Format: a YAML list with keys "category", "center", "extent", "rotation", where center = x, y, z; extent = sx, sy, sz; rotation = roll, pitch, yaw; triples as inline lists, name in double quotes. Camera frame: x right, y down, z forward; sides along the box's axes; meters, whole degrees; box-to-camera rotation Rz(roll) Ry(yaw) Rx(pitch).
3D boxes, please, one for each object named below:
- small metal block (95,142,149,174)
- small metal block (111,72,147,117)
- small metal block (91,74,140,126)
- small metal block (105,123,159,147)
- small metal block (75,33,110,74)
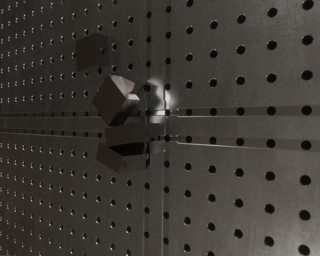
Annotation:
- category: "small metal block"
  center: [-0.053, 0.040, 0.434]
  extent: [0.050, 0.050, 0.025]
  rotation: [24, 105, 37]
- category: "small metal block"
  center: [-0.051, -0.048, 0.450]
  extent: [0.050, 0.025, 0.050]
  rotation: [30, 108, 35]
- category: "small metal block"
  center: [-0.062, -0.037, 0.426]
  extent: [0.050, 0.025, 0.050]
  rotation: [52, 120, 26]
- category: "small metal block"
  center: [-0.038, 0.009, 0.423]
  extent: [0.050, 0.050, 0.025]
  rotation: [-11, 83, 39]
- category: "small metal block"
  center: [-0.109, -0.119, 0.497]
  extent: [0.050, 0.025, 0.050]
  rotation: [-7, 86, 39]
